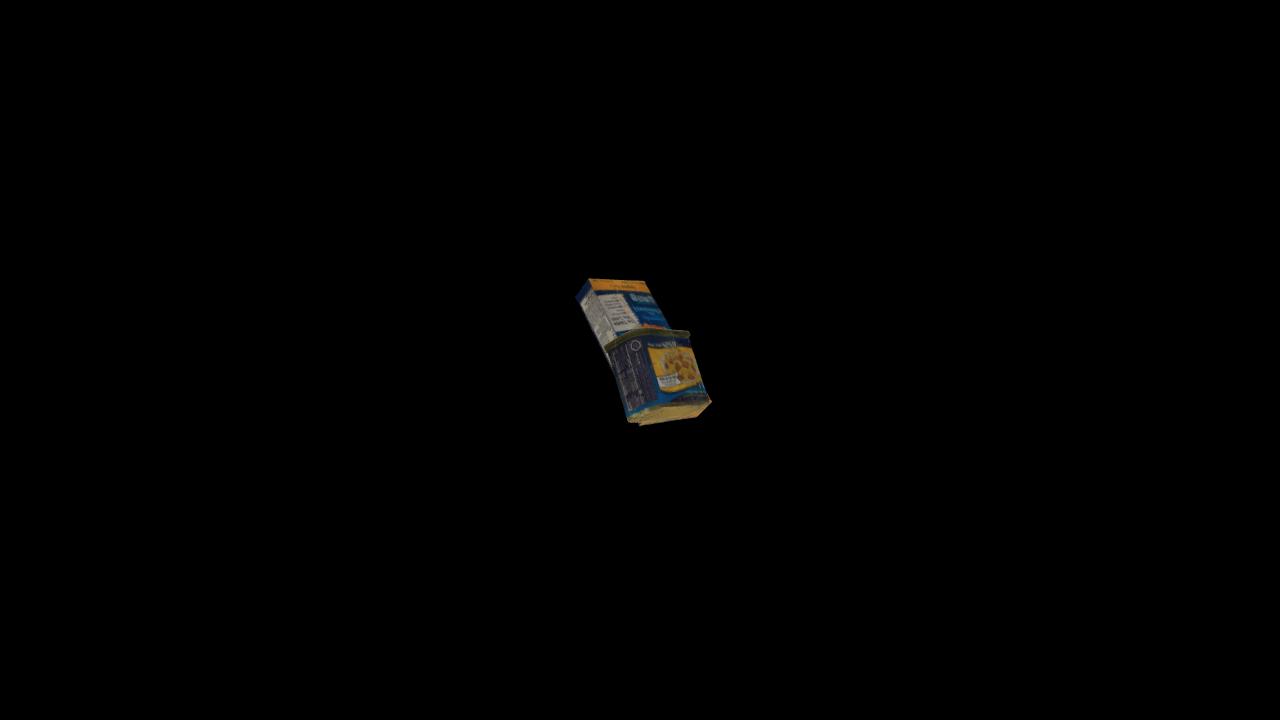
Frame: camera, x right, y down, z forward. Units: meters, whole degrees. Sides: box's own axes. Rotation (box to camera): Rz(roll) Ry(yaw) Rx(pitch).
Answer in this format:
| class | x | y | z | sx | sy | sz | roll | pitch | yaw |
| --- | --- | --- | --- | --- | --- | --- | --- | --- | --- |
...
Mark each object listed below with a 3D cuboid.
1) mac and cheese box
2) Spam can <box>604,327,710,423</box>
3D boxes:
| class | x | y | z | sx | sy | sz | roll | pitch | yaw |
| --- | --- | --- | --- | --- | --- | --- | --- | --- | --- |
| mac and cheese box | 0.002 | -0.014 | 0.715 | 0.093 | 0.184 | 0.041 | -2 | -36 | -43 |
| Spam can | 0.020 | 0.017 | 0.644 | 0.058 | 0.085 | 0.101 | -30 | -20 | 38 |
